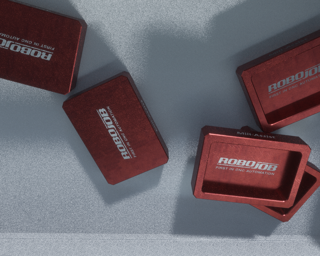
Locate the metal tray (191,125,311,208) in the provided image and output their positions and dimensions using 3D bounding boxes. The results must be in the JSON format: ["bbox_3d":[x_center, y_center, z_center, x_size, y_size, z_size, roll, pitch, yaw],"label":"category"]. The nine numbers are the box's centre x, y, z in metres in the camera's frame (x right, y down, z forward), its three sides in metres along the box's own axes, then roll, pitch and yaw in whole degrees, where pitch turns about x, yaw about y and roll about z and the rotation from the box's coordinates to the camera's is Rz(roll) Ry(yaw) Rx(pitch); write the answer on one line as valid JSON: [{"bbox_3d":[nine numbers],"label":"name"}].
[{"bbox_3d":[0.112,0.050,0.395,0.131,0.030,0.089,7,110,-3],"label":"metal tray"}]

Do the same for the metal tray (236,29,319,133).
[{"bbox_3d":[0.173,-0.060,0.387,0.130,0.030,0.090,-24,109,8],"label":"metal tray"}]

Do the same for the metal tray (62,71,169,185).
[{"bbox_3d":[-0.055,0.002,0.409,0.090,0.030,0.130,-24,109,8],"label":"metal tray"}]

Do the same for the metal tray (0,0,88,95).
[{"bbox_3d":[-0.162,-0.101,0.370,0.131,0.030,0.089,15,109,-6],"label":"metal tray"}]

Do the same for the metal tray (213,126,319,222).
[{"bbox_3d":[0.148,0.066,0.434,0.131,0.030,0.090,29,107,-11],"label":"metal tray"}]
